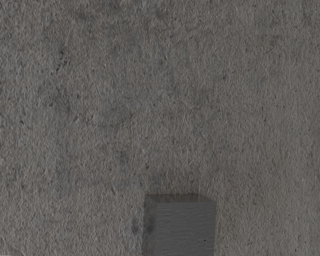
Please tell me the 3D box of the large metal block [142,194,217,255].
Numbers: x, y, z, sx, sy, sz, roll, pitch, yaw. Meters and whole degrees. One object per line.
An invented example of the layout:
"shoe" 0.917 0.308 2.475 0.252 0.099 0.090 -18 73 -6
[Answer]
"large metal block" 0.024 0.131 0.404 0.081 0.050 0.080 4 89 -20
